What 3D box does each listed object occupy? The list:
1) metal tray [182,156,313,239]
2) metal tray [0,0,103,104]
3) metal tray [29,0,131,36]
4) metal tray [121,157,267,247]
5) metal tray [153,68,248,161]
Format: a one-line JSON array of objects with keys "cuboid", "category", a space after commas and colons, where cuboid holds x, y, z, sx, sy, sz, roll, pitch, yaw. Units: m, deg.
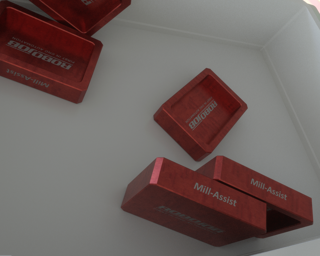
[{"cuboid": [0.097, 0.086, 0.365, 0.131, 0.090, 0.030, 26, 53, -13], "category": "metal tray"}, {"cuboid": [-0.145, -0.093, 0.381, 0.131, 0.030, 0.090, 21, 54, -16], "category": "metal tray"}, {"cuboid": [-0.110, -0.176, 0.376, 0.130, 0.090, 0.030, 32, 34, -49], "category": "metal tray"}, {"cuboid": [0.034, 0.085, 0.332, 0.131, 0.090, 0.030, 25, 53, -13], "category": "metal tray"}, {"cuboid": [0.063, -0.024, 0.452, 0.090, 0.030, 0.131, 45, 51, 3], "category": "metal tray"}]
